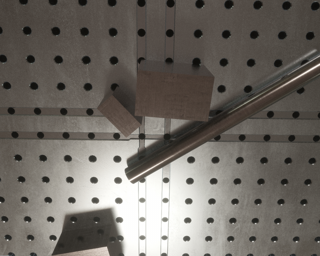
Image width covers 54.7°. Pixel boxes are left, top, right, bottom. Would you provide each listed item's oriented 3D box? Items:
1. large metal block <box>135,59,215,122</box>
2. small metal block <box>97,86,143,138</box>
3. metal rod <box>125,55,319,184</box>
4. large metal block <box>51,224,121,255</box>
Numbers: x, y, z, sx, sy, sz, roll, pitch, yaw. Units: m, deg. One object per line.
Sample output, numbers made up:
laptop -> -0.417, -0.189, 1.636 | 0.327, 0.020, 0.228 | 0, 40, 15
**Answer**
large metal block -> 0.015, -0.047, 0.367 | 0.081, 0.080, 0.050 | 5, 110, -2
small metal block -> -0.048, -0.022, 0.391 | 0.025, 0.050, 0.050 | -40, 106, 13
metal rod -> 0.084, -0.008, 0.411 | 0.300, 0.025, 0.025 | -31, 108, 10
large metal block -> -0.107, 0.201, 0.473 | 0.080, 0.050, 0.079 | -10, 110, 3
